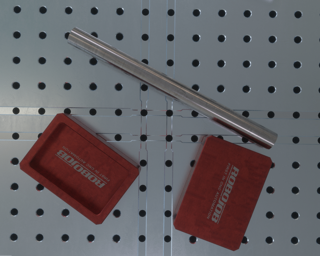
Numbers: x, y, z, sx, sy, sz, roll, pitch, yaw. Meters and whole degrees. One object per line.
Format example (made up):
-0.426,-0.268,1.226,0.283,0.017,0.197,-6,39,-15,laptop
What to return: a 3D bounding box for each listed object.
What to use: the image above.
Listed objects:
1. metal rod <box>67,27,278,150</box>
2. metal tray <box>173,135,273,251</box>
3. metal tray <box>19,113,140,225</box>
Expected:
0.017,-0.052,0.413,0.301,0.025,0.025,28,90,0,metal rod
0.081,0.084,0.412,0.090,0.030,0.129,21,90,0,metal tray
-0.103,0.052,0.409,0.130,0.030,0.090,37,90,0,metal tray
